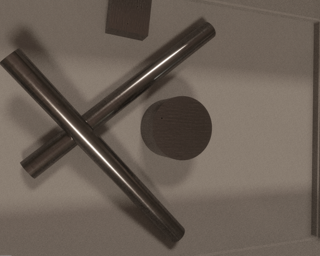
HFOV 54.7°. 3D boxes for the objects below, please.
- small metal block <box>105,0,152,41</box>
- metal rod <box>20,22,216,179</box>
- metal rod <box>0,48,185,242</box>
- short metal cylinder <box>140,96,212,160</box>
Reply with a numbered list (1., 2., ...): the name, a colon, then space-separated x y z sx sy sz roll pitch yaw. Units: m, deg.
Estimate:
1. small metal block: -0.040 -0.144 0.396 0.050 0.025 0.050 6 88 -20
2. metal rod: -0.041 -0.045 0.396 0.301 0.025 0.025 -40 103 -16
3. metal rod: -0.064 0.036 0.366 0.025 0.025 0.300 -45 112 -15
4. short metal cylinder: 0.020 0.000 0.406 0.081 0.050 0.079 0 90 -21
